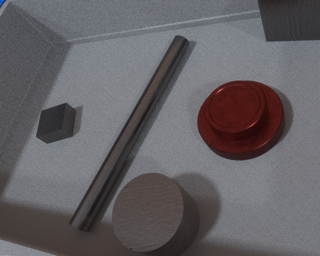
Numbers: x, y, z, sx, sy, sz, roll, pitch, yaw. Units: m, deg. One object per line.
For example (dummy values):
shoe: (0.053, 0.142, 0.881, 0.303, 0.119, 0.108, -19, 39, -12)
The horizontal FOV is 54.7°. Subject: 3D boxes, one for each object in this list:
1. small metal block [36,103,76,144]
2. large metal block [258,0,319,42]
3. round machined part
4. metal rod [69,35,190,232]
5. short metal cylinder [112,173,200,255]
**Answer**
small metal block: (-0.165, -0.007, 0.494, 0.050, 0.025, 0.050, -15, 56, 19)
large metal block: (0.169, -0.152, 0.375, 0.080, 0.080, 0.050, 7, 66, 31)
round machined part: (0.090, -0.016, 0.357, 0.098, 0.042, 0.098, -13, 56, 20)
metal rod: (-0.034, -0.004, 0.424, 0.025, 0.025, 0.300, 16, 70, 34)
short metal cylinder: (-0.004, 0.095, 0.333, 0.080, 0.050, 0.080, -13, 56, 20)
